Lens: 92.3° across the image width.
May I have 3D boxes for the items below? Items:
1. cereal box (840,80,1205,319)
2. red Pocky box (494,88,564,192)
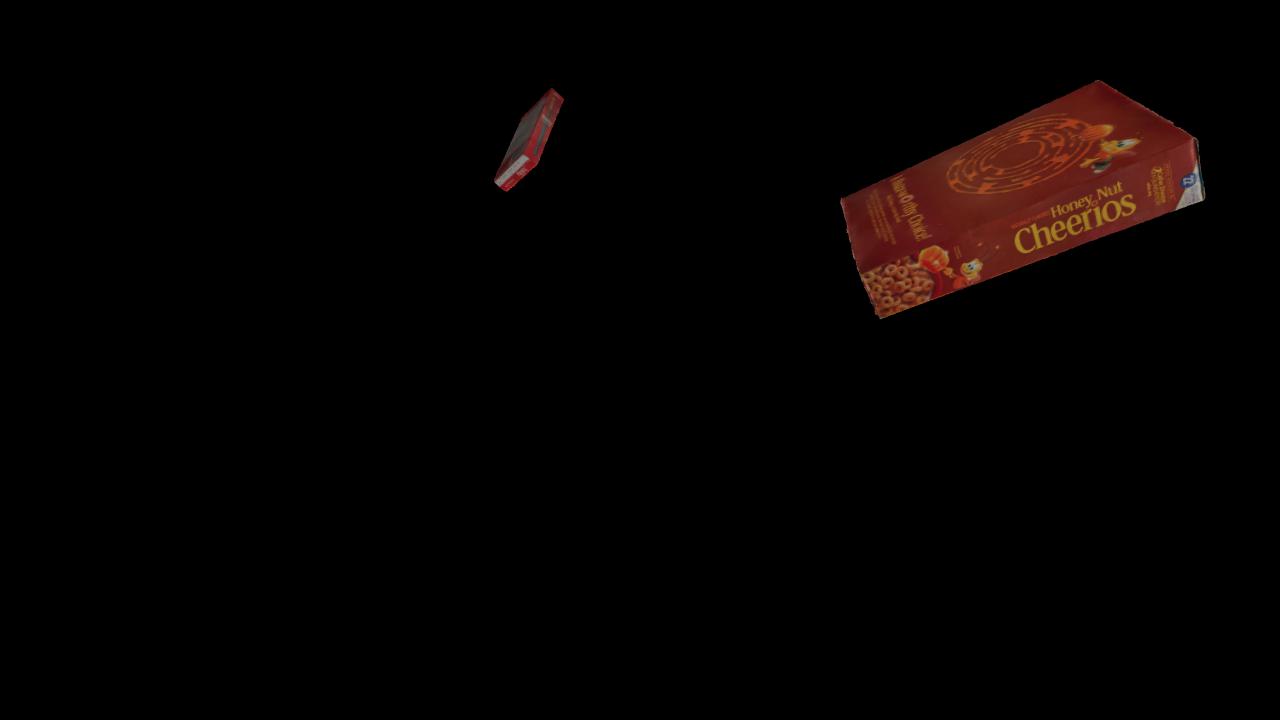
[{"bbox_3d":[0.393,-0.179,0.689,0.306,0.081,0.203,-22,31,24],"label":"cereal box"},{"bbox_3d":[-0.162,-0.325,0.905,0.028,0.155,0.083,33,-38,-30],"label":"red Pocky box"}]
